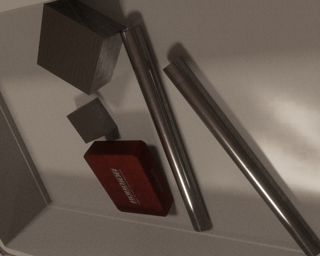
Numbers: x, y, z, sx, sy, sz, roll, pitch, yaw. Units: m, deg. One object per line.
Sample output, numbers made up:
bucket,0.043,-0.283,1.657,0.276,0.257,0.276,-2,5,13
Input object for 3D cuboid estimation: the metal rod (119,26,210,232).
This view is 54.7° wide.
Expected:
metal rod,0.014,0.017,0.410,0.025,0.025,0.298,-7,115,31

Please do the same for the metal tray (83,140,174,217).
metal tray,-0.044,0.076,0.458,0.090,0.030,0.129,-2,129,29

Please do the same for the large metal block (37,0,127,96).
large metal block,-0.097,-0.100,0.380,0.080,0.050,0.079,31,128,7

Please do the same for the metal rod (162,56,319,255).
metal rod,0.106,0.041,0.377,0.025,0.025,0.300,-32,101,38

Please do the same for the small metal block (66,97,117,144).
small metal block,-0.100,-0.010,0.453,0.050,0.025,0.050,-22,107,36
